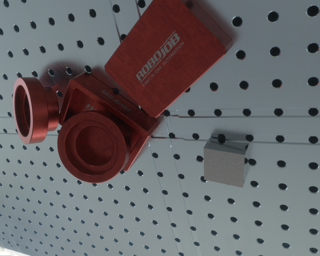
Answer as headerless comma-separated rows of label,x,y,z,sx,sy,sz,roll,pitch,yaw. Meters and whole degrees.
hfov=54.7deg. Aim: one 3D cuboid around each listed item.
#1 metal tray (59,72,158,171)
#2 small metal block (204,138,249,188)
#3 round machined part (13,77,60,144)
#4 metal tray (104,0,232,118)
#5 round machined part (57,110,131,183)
metal tray,-0.078,-0.008,0.444,0.130,0.030,0.089,35,129,4
small metal block,0.084,0.044,0.394,0.050,0.025,0.050,9,122,23
round machined part,-0.184,-0.027,0.463,0.098,0.042,0.097,12,105,50
metal tray,0.004,-0.082,0.355,0.090,0.030,0.129,45,129,-4
round machined part,-0.087,0.023,0.429,0.098,0.042,0.097,2,101,12
